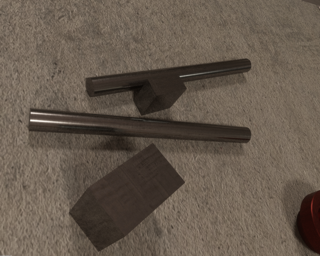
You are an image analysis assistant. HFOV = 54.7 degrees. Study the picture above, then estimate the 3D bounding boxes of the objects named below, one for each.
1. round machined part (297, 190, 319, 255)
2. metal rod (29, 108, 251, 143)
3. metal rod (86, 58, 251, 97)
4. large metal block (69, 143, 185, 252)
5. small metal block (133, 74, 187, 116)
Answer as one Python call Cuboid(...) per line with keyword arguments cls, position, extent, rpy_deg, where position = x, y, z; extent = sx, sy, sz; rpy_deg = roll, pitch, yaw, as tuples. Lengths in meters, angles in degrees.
Cuboid(cls="round machined part", position=(0.235, 0.140, 0.437), extent=(0.099, 0.042, 0.098), rpy_deg=(14, 56, -21))
Cuboid(cls="metal rod", position=(-0.006, 0.001, 0.401), extent=(0.303, 0.025, 0.025), rpy_deg=(4, 60, -27))
Cuboid(cls="metal rod", position=(0.033, -0.082, 0.473), extent=(0.303, 0.025, 0.025), rpy_deg=(-14, 70, -34))
Cuboid(cls="large metal block", position=(-0.034, 0.070, 0.309), extent=(0.081, 0.080, 0.050), rpy_deg=(-34, 81, -38))
Cuboid(cls="small metal block", position=(-0.001, -0.045, 0.416), extent=(0.050, 0.050, 0.025), rpy_deg=(-17, 71, -35))
